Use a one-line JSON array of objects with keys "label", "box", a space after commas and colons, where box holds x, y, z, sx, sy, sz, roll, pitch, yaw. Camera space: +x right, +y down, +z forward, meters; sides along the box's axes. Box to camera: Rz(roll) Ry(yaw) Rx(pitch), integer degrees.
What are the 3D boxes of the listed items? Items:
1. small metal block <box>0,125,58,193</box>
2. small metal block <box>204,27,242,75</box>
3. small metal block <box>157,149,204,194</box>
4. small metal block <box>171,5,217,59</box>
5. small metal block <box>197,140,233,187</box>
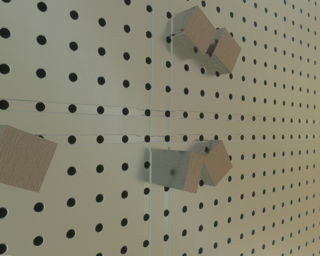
[{"label": "small metal block", "box": [-0.134, 0.029, 0.296, 0.050, 0.025, 0.050, 28, 73, -37]}, {"label": "small metal block", "box": [0.098, -0.120, 0.489, 0.050, 0.025, 0.050, 39, 67, -33]}, {"label": "small metal block", "box": [0.028, 0.057, 0.415, 0.025, 0.050, 0.050, 22, 76, -38]}, {"label": "small metal block", "box": [0.050, -0.138, 0.450, 0.050, 0.025, 0.050, 41, 65, -32]}, {"label": "small metal block", "box": [0.080, 0.053, 0.475, 0.050, 0.025, 0.050, -39, 114, -33]}]
